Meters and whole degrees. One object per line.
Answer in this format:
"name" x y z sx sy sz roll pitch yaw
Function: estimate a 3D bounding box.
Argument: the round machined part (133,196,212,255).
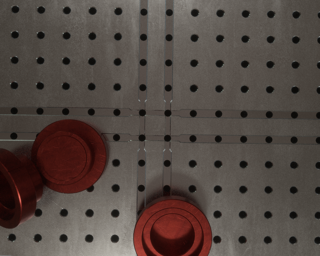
"round machined part" 0.016 0.137 0.405 0.099 0.042 0.097 0 90 -1

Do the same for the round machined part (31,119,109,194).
"round machined part" -0.119 0.037 0.403 0.099 0.042 0.097 0 90 -1

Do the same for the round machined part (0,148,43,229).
"round machined part" -0.186 0.071 0.387 0.098 0.042 0.097 10 110 30
